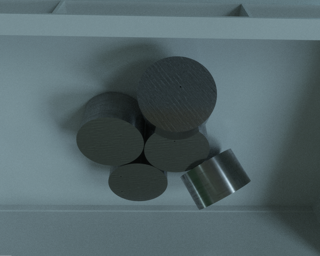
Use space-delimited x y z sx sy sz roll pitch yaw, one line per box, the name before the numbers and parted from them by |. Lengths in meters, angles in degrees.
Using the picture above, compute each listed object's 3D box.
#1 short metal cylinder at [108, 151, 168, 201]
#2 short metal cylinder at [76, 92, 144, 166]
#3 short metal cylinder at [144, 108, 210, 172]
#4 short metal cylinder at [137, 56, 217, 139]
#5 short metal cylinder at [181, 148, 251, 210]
short metal cylinder | -0.030 0.059 0.440 0.081 0.050 0.079 0 130 0
short metal cylinder | -0.060 0.002 0.391 0.081 0.050 0.079 0 130 0
short metal cylinder | 0.021 0.012 0.401 0.081 0.050 0.079 0 130 0
short metal cylinder | 0.018 -0.030 0.336 0.081 0.080 0.050 -2 169 1
short metal cylinder | 0.075 0.070 0.424 0.080 0.050 0.080 -28 168 -7
